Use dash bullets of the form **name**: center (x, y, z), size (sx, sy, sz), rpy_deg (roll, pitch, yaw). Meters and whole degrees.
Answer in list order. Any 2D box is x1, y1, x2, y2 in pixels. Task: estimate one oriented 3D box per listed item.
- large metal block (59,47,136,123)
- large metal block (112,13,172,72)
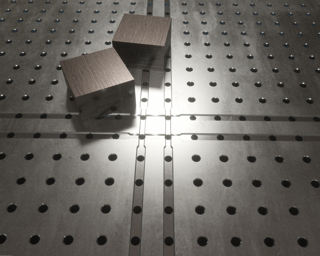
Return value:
- **large metal block**: center (-0.088, -0.064, 0.444), size (0.081, 0.050, 0.080), rpy_deg (-20, 53, -17)
- **large metal block**: center (-0.027, -0.142, 0.510), size (0.080, 0.050, 0.080), rpy_deg (7, 50, 6)
